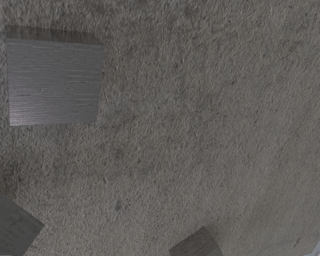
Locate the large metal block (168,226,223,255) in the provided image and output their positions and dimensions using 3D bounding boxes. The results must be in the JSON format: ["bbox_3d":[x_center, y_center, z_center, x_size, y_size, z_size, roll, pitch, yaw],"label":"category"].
[{"bbox_3d":[0.073,0.245,0.582,0.080,0.050,0.080,-32,129,-8],"label":"large metal block"}]

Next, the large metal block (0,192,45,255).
[{"bbox_3d":[-0.184,0.093,0.319,0.050,0.080,0.080,-59,137,-30],"label":"large metal block"}]

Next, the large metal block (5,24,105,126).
[{"bbox_3d":[-0.104,-0.051,0.302,0.081,0.050,0.079,-3,120,-27],"label":"large metal block"}]
